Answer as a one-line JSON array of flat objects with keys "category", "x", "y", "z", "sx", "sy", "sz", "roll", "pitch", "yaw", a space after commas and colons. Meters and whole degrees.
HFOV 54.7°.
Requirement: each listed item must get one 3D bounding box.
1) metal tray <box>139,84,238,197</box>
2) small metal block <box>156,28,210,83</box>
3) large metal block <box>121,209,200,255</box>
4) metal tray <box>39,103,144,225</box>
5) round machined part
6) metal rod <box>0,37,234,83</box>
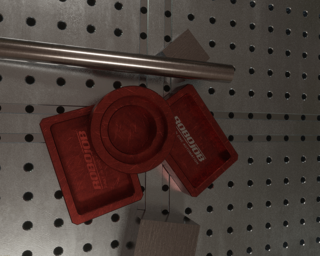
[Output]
[{"category": "metal tray", "x": 0.038, "y": 0.017, "z": 0.425, "sx": 0.090, "sy": 0.030, "sz": 0.130, "roll": -39, "pitch": 103, "yaw": -16}, {"category": "small metal block", "x": 0.031, "y": -0.098, "z": 0.425, "sx": 0.050, "sy": 0.025, "sz": 0.050, "roll": -44, "pitch": 104, "yaw": -15}, {"category": "large metal block", "x": -0.002, "y": 0.155, "z": 0.400, "sx": 0.081, "sy": 0.050, "sz": 0.080, "roll": 12, "pitch": 86, "yaw": -20}, {"category": "metal tray", "x": -0.082, "y": 0.039, "z": 0.380, "sx": 0.091, "sy": 0.030, "sz": 0.129, "roll": -18, "pitch": 96, "yaw": -20}, {"category": "round machined part", "x": -0.034, "y": 0.002, "z": 0.359, "sx": 0.099, "sy": 0.042, "sz": 0.097, "roll": 0, "pitch": 90, "yaw": -20}, {"category": "metal rod", "x": -0.053, "y": -0.081, "z": 0.376, "sx": 0.302, "sy": 0.025, "sz": 0.025, "roll": 4, "pitch": 89, "yaw": -14}]
